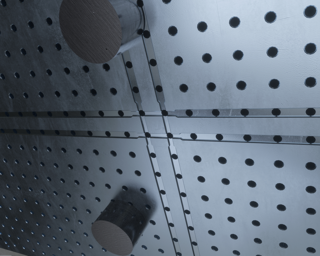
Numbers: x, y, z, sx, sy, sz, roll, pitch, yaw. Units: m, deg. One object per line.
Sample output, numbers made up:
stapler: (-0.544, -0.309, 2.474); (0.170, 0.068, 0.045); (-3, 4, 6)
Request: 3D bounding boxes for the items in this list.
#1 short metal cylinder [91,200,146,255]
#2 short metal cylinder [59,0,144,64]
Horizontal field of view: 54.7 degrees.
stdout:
short metal cylinder: (-0.071, 0.173, 0.537); (0.080, 0.050, 0.079); (13, 124, 20)
short metal cylinder: (-0.066, -0.120, 0.354); (0.080, 0.050, 0.079); (13, 124, 20)
